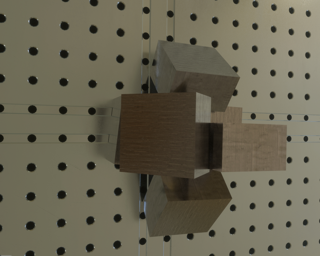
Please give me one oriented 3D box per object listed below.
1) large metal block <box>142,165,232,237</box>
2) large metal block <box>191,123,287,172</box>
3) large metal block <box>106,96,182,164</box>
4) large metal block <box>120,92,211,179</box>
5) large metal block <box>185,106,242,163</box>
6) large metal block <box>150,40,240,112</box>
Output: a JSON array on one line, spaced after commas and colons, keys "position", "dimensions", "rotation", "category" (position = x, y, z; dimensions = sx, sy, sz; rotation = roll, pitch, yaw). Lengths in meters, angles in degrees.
[{"position": [0.030, 0.091, 0.388], "dimensions": [0.081, 0.050, 0.079], "rotation": [2, 134, -20], "category": "large metal block"}, {"position": [0.087, 0.020, 0.362], "dimensions": [0.081, 0.080, 0.050], "rotation": [2, 89, -20], "category": "large metal block"}, {"position": [-0.019, 0.006, 0.393], "dimensions": [0.081, 0.050, 0.080], "rotation": [7, 88, -20], "category": "large metal block"}, {"position": [0.007, 0.006, 0.324], "dimensions": [0.080, 0.050, 0.080], "rotation": [1, 90, 25], "category": "large metal block"}, {"position": [0.062, 0.010, 0.421], "dimensions": [0.081, 0.050, 0.080], "rotation": [3, 89, -20], "category": "large metal block"}, {"position": [0.040, -0.066, 0.390], "dimensions": [0.081, 0.080, 0.050], "rotation": [2, 128, -20], "category": "large metal block"}]
